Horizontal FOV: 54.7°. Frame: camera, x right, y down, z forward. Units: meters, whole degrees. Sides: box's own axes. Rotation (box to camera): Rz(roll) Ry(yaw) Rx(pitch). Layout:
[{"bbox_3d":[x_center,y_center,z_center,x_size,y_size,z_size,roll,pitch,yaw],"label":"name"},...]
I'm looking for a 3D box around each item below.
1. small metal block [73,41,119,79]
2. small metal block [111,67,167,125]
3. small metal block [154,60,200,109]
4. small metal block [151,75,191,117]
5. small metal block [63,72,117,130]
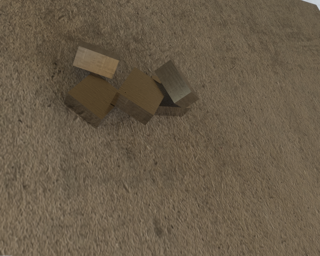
[{"bbox_3d":[-0.083,-0.089,0.401,0.050,0.025,0.050,17,18,-19],"label":"small metal block"},{"bbox_3d":[-0.025,-0.040,0.384,0.050,0.025,0.050,33,51,-7],"label":"small metal block"},{"bbox_3d":[0.023,-0.056,0.405,0.050,0.025,0.050,59,13,14],"label":"small metal block"},{"bbox_3d":[0.010,-0.044,0.440,0.050,0.025,0.050,2,61,-28],"label":"small metal block"},{"bbox_3d":[-0.081,-0.035,0.384,0.050,0.025,0.050,39,51,-3],"label":"small metal block"}]
